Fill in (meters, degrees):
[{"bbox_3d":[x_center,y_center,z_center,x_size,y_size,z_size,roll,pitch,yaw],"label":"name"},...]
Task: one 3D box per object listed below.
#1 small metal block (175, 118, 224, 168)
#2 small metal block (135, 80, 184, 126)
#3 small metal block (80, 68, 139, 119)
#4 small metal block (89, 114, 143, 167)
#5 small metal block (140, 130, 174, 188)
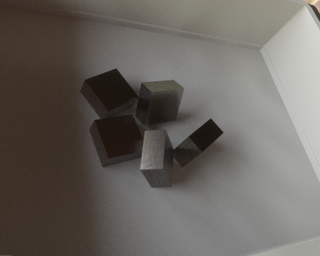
[{"bbox_3d":[0.048,0.020,0.405,0.025,0.050,0.050,50,51,6],"label":"small metal block"},{"bbox_3d":[-0.001,-0.034,0.408,0.050,0.050,0.025,-10,39,-33],"label":"small metal block"},{"bbox_3d":[-0.065,-0.043,0.398,0.050,0.025,0.050,-31,79,-38],"label":"small metal block"},{"bbox_3d":[-0.050,0.014,0.371,0.050,0.025,0.050,-11,67,-33],"label":"small metal block"},{"bbox_3d":[-0.002,0.037,0.364,0.025,0.050,0.050,-4,56,13],"label":"small metal block"}]
